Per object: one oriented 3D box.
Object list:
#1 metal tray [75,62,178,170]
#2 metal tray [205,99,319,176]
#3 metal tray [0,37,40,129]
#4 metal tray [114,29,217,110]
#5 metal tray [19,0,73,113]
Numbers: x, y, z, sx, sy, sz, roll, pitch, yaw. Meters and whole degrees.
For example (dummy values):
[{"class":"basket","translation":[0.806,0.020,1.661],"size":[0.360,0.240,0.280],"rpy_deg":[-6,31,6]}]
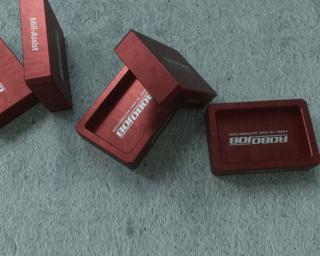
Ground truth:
[{"class":"metal tray","translation":[-0.035,-0.022,0.408],"size":[0.090,0.030,0.130],"rpy_deg":[30,73,16]},{"class":"metal tray","translation":[0.129,0.012,0.401],"size":[0.131,0.030,0.090],"rpy_deg":[-3,70,-2]},{"class":"metal tray","translation":[-0.234,-0.068,0.429],"size":[0.090,0.030,0.130],"rpy_deg":[-39,75,-13]},{"class":"metal tray","translation":[0.013,-0.066,0.379],"size":[0.030,0.131,0.090],"rpy_deg":[-45,73,21]},{"class":"metal tray","translation":[-0.148,-0.096,0.407],"size":[0.030,0.090,0.130],"rpy_deg":[-11,71,-4]}]
